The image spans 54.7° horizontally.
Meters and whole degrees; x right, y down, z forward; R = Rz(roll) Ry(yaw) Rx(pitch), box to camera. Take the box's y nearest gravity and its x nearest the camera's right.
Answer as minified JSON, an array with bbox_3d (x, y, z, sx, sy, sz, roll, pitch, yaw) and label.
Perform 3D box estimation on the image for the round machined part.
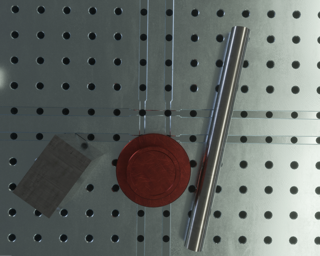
[{"bbox_3d":[-0.008,0.056,0.405,0.099,0.042,0.097,0,90,-1],"label":"round machined part"}]

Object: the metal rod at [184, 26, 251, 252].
[{"bbox_3d":[0.077,0.014,0.414,0.025,0.025,0.298,12,90,-1],"label":"metal rod"}]

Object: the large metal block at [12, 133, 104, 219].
[{"bbox_3d":[-0.120,0.054,0.384,0.050,0.080,0.080,36,90,-1],"label":"large metal block"}]
